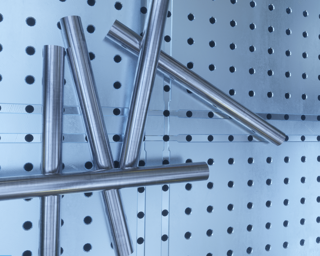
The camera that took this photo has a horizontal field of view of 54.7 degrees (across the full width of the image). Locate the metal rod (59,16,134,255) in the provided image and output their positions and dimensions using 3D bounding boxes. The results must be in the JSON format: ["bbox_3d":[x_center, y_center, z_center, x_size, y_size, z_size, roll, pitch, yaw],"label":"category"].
[{"bbox_3d":[-0.077,0.014,0.384,0.025,0.025,0.298,-14,95,-20],"label":"metal rod"}]

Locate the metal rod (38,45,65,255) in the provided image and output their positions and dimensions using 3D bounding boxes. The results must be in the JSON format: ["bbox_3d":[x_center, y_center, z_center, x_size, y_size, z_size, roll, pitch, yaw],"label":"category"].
[{"bbox_3d":[-0.129,0.054,0.365,0.025,0.025,0.298,1,90,-20],"label":"metal rod"}]

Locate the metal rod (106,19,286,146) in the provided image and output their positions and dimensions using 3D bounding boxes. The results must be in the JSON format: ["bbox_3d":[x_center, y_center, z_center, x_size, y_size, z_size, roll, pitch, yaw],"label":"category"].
[{"bbox_3d":[0.062,-0.054,0.436,0.301,0.025,0.025,30,80,-18],"label":"metal rod"}]

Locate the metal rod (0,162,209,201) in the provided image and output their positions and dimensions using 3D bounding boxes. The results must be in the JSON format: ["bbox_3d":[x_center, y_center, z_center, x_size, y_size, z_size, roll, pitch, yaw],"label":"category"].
[{"bbox_3d":[-0.083,0.061,0.354,0.303,0.025,0.025,-2,91,-21],"label":"metal rod"}]

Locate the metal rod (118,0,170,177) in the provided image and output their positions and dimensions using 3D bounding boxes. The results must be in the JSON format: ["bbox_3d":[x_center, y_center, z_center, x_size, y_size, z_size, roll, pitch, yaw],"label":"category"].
[{"bbox_3d":[-0.015,-0.083,0.383,0.025,0.025,0.298,9,96,-20],"label":"metal rod"}]
